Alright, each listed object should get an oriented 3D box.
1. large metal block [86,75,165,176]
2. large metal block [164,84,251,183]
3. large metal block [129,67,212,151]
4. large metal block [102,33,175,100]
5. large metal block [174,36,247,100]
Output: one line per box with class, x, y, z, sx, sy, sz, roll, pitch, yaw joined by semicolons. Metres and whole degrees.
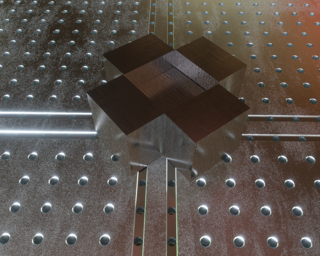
large metal block;-0.039;-0.003;0.374;0.050;0.080;0.080;-32;57;-24
large metal block;0.053;0.007;0.368;0.080;0.080;0.050;-30;56;-23
large metal block;0.014;-0.025;0.411;0.080;0.050;0.080;-32;56;-22
large metal block;-0.027;-0.073;0.434;0.080;0.080;0.050;-31;57;-24
large metal block;0.064;-0.065;0.428;0.050;0.080;0.080;-31;57;-24
